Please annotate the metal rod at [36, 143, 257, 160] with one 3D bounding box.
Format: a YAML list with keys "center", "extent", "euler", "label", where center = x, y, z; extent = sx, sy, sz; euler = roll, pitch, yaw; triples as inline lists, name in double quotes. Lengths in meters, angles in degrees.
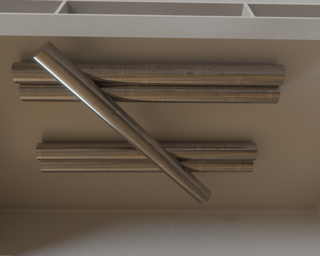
- center: [-0.018, 0.033, 0.434]
  extent: [0.302, 0.025, 0.025]
  euler: [0, 130, -1]
  label: "metal rod"

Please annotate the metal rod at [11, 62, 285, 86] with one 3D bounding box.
- center: [-0.012, -0.062, 0.354]
  extent: [0.302, 0.025, 0.025]
  euler: [0, 130, -1]
  label: "metal rod"

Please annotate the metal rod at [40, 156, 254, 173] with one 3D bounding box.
- center: [-0.018, 0.052, 0.451]
  extent: [0.302, 0.025, 0.025]
  euler: [0, 130, -1]
  label: "metal rod"

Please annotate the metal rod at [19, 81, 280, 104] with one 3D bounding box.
- center: [-0.011, -0.043, 0.370]
  extent: [0.302, 0.025, 0.025]
  euler: [0, 130, -1]
  label: "metal rod"

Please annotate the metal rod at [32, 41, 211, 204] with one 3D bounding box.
- center: [-0.026, 0.012, 0.385]
  extent: [0.025, 0.025, 0.300]
  euler: [-31, 124, 23]
  label: "metal rod"
